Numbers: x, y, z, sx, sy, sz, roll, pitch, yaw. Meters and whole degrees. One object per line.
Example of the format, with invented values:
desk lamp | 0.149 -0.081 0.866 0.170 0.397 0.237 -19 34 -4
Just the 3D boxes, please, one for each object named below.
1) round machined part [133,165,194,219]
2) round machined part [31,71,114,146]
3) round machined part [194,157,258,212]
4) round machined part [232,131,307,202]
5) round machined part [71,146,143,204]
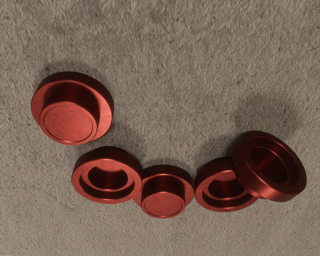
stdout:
round machined part | 0.005 0.106 0.486 0.099 0.042 0.097 -1 130 0
round machined part | -0.108 -0.017 0.380 0.099 0.042 0.097 -1 130 0
round machined part | 0.100 0.081 0.467 0.099 0.042 0.097 -1 130 0
round machined part | 0.137 0.054 0.408 0.099 0.098 0.042 18 134 -15
round machined part | -0.074 0.064 0.449 0.099 0.042 0.097 0 130 0
